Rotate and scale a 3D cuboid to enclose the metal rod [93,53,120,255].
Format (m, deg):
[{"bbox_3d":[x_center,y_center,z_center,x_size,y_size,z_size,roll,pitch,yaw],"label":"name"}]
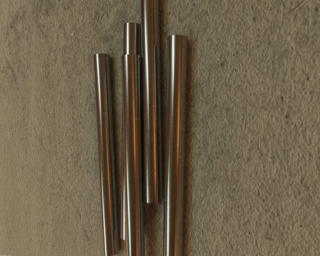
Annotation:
[{"bbox_3d":[-0.081,0.038,0.469,0.025,0.025,0.298,-5,87,39],"label":"metal rod"}]

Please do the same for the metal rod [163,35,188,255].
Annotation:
[{"bbox_3d":[0.019,0.037,0.387,0.025,0.025,0.298,2,91,39],"label":"metal rod"}]

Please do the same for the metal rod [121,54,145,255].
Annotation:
[{"bbox_3d":[-0.035,0.055,0.411,0.025,0.025,0.298,0,92,39],"label":"metal rod"}]

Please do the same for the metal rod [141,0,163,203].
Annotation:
[{"bbox_3d":[-0.011,-0.053,0.412,0.025,0.025,0.298,-2,89,39],"label":"metal rod"}]

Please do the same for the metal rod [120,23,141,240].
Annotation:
[{"bbox_3d":[-0.041,0.005,0.436,0.025,0.025,0.298,2,91,39],"label":"metal rod"}]
